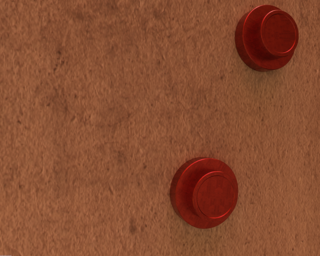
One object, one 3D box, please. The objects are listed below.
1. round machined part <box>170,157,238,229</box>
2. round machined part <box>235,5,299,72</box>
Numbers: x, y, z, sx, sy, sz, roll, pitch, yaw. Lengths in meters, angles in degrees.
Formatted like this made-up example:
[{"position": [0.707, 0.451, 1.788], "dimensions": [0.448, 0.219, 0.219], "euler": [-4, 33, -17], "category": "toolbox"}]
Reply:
[{"position": [0.067, 0.090, 0.426], "dimensions": [0.099, 0.042, 0.097], "euler": [0, 90, -21], "category": "round machined part"}, {"position": [0.166, -0.136, 0.463], "dimensions": [0.099, 0.042, 0.097], "euler": [0, 90, -21], "category": "round machined part"}]
